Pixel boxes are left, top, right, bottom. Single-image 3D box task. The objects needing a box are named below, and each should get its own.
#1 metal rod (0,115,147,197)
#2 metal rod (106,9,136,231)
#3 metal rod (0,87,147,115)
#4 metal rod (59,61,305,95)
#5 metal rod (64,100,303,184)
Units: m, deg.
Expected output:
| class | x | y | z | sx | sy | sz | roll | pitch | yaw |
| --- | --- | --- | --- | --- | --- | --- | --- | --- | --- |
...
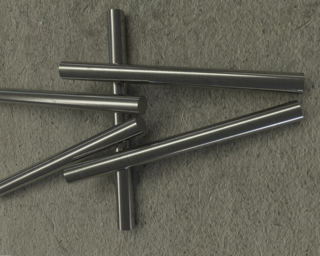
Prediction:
| class | x | y | z | sx | sy | sz | roll | pitch | yaw |
| --- | --- | --- | --- | --- | --- | --- | --- | --- | --- |
| metal rod | -0.149 | 0.050 | 0.446 | 0.300 | 0.025 | 0.025 | -24 | 82 | 23 |
| metal rod | -0.054 | -0.012 | 0.428 | 0.025 | 0.025 | 0.298 | -3 | 89 | 19 |
| metal rod | -0.158 | -0.042 | 0.449 | 0.301 | 0.025 | 0.025 | 6 | 92 | 25 |
| metal rod | 0.016 | -0.065 | 0.387 | 0.301 | 0.025 | 0.025 | 5 | 92 | 13 |
| metal rod | 0.018 | 0.022 | 0.386 | 0.301 | 0.025 | 0.025 | -17 | 85 | 12 |
